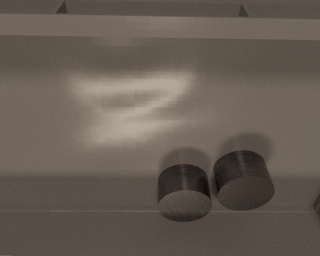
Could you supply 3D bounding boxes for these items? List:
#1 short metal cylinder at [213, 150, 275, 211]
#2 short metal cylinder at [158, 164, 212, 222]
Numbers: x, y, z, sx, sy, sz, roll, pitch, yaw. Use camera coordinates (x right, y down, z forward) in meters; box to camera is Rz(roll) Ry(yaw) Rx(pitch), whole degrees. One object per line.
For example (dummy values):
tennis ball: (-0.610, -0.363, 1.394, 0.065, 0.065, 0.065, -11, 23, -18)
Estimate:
short metal cylinder: (0.123, 0.079, 0.462, 0.081, 0.050, 0.079, 0, 130, 0)
short metal cylinder: (0.037, 0.102, 0.480, 0.081, 0.050, 0.079, 0, 130, 0)
